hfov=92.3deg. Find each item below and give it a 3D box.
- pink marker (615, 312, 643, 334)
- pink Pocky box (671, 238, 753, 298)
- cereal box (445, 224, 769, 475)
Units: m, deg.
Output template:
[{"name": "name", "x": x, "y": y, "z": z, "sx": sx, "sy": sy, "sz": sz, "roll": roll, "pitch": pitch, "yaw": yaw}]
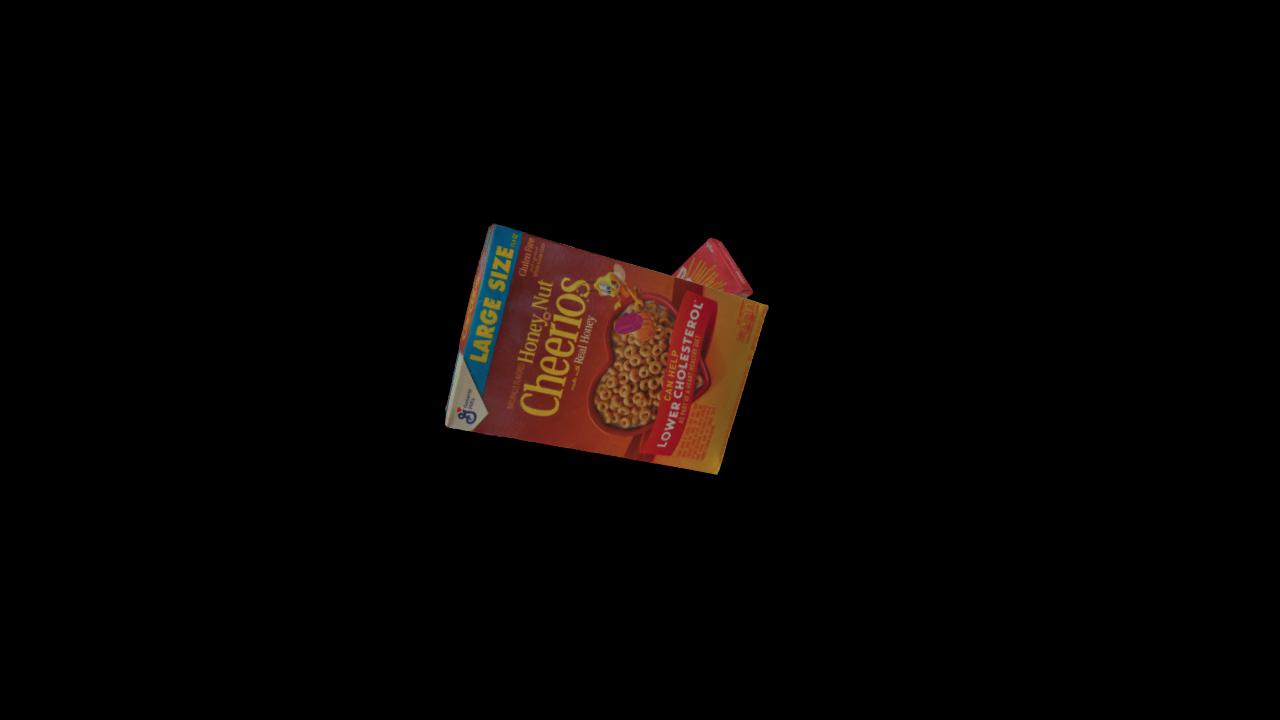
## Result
[{"name": "pink marker", "x": -0.046, "y": -0.023, "z": 0.636, "sx": 0.121, "sy": 0.020, "sz": 0.020, "roll": -19, "pitch": -11, "yaw": 35}, {"name": "pink Pocky box", "x": 0.060, "y": -0.070, "z": 0.767, "sx": 0.155, "sy": 0.084, "sz": 0.029, "roll": -42, "pitch": -27, "yaw": 30}, {"name": "cereal box", "x": -0.034, "y": -0.004, "z": 0.656, "sx": 0.306, "sy": 0.203, "sz": 0.081, "roll": 14, "pitch": 6, "yaw": -21}]
